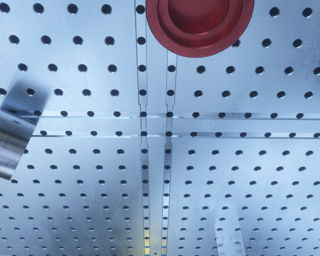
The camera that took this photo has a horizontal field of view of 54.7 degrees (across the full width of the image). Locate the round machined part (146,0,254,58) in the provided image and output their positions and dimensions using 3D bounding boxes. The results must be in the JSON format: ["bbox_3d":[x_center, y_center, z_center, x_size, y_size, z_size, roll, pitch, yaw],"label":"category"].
[{"bbox_3d":[0.036,-0.121,0.298,0.099,0.042,0.097,0,130,0],"label":"round machined part"}]

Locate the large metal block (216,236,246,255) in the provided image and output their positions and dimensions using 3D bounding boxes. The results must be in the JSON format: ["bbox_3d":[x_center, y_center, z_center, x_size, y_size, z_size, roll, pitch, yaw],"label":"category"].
[{"bbox_3d":[0.142,0.272,0.609,0.050,0.080,0.080,-6,130,5],"label":"large metal block"}]

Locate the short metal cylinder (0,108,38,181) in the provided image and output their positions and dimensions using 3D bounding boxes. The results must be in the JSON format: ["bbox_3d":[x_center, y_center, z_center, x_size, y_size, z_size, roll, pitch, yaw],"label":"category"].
[{"bbox_3d":[-0.197,0.020,0.391,0.050,0.080,0.080,26,125,-20],"label":"short metal cylinder"}]
